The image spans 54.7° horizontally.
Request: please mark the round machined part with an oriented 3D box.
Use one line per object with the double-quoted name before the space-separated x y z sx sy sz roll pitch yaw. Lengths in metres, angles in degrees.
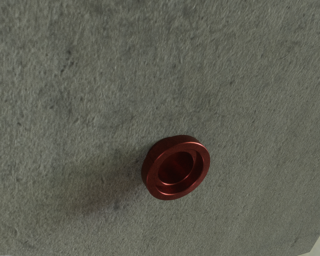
"round machined part" 0.018 0.051 0.439 0.099 0.042 0.097 -14 125 -21
